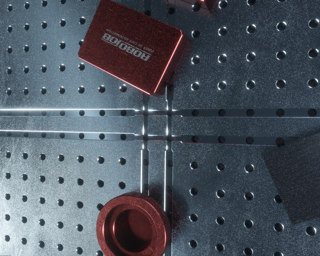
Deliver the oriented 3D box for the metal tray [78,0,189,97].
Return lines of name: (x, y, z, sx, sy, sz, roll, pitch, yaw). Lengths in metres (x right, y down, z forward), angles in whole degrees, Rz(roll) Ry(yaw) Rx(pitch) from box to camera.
metal tray: (-0.039, -0.110, 0.424, 0.130, 0.030, 0.090, 29, 99, 17)

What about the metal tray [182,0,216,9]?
metal tray: (0.051, -0.229, 0.391, 0.090, 0.030, 0.129, 27, 99, 17)

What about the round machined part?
round machined part: (-0.032, 0.134, 0.415, 0.098, 0.042, 0.097, 0, 90, 20)

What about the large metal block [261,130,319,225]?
large metal block: (0.167, 0.049, 0.340, 0.080, 0.050, 0.080, -24, 82, 18)
